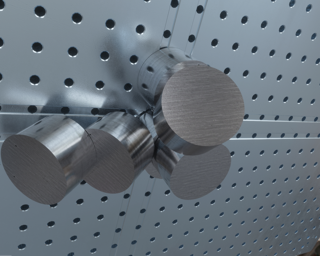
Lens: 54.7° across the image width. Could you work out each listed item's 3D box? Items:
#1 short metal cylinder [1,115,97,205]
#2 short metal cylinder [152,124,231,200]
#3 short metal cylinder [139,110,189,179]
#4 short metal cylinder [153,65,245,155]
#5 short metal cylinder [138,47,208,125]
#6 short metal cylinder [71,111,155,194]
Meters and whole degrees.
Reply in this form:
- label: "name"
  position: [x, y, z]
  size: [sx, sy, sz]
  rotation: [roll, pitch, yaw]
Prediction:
- label: "short metal cylinder"
  position: [-0.115, 0.032, 0.324]
  size: [0.050, 0.080, 0.079]
  rotation: [-47, 149, -56]
- label: "short metal cylinder"
  position: [0.037, 0.039, 0.372]
  size: [0.081, 0.050, 0.079]
  rotation: [-14, 124, -21]
- label: "short metal cylinder"
  position: [0.006, 0.020, 0.409]
  size: [0.081, 0.050, 0.079]
  rotation: [-14, 124, -21]
- label: "short metal cylinder"
  position: [0.037, -0.016, 0.312]
  size: [0.081, 0.080, 0.050]
  rotation: [-22, 170, -16]
- label: "short metal cylinder"
  position: [0.020, -0.051, 0.374]
  size: [0.081, 0.050, 0.079]
  rotation: [-14, 124, -21]
- label: "short metal cylinder"
  position: [-0.053, 0.027, 0.354]
  size: [0.050, 0.080, 0.079]
  rotation: [-45, 148, -56]
